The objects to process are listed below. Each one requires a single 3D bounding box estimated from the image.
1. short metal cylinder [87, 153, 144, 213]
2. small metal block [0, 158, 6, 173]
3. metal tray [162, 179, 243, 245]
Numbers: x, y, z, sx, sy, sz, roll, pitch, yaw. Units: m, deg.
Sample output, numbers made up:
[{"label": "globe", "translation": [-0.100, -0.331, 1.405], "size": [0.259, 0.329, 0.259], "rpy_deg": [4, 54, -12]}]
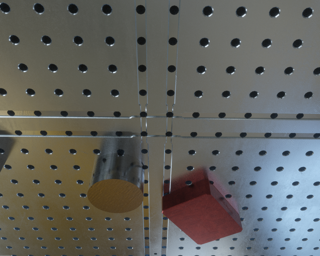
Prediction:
[{"label": "short metal cylinder", "translation": [-0.064, 0.084, 0.466], "size": [0.081, 0.050, 0.079], "rpy_deg": [0, 130, 0]}, {"label": "small metal block", "translation": [-0.259, 0.058, 0.442], "size": [0.025, 0.050, 0.050], "rpy_deg": [-33, 123, 25]}, {"label": "metal tray", "translation": [0.074, 0.150, 0.536], "size": [0.090, 0.030, 0.130], "rpy_deg": [-27, 126, 21]}]
